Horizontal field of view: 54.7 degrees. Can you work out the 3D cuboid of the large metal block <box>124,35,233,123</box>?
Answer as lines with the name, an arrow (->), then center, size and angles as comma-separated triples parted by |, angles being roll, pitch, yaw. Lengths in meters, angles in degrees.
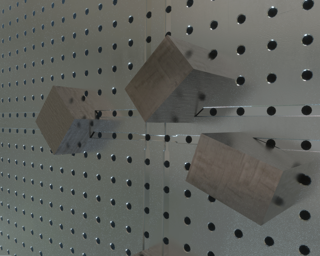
large metal block -> 0.021, -0.051, 0.354 | 0.080, 0.081, 0.050 | -47, 63, 30

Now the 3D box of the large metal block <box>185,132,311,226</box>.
large metal block -> 0.086, 0.042, 0.302 | 0.080, 0.081, 0.050 | 26, 107, 36

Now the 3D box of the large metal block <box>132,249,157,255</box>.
large metal block -> -0.012, 0.220, 0.401 | 0.080, 0.050, 0.079 | 17, 101, 38

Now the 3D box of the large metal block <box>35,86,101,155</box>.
large metal block -> -0.156, -0.013, 0.518 | 0.080, 0.050, 0.080 | 51, 120, 27
